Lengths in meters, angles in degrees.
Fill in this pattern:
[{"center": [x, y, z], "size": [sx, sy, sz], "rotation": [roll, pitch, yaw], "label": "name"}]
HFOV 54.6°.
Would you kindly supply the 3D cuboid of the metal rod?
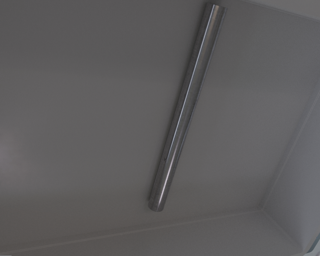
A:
[{"center": [0.030, -0.010, 0.417], "size": [0.025, 0.025, 0.298], "rotation": [1, 118, -29], "label": "metal rod"}]
